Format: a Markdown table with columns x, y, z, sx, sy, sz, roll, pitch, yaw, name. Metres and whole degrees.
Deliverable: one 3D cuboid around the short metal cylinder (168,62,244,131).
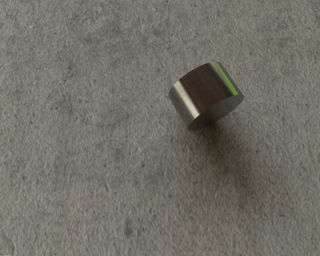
| x | y | z | sx | sy | sz | roll | pitch | yaw | name |
| --- | --- | --- | --- | --- | --- | --- | --- | --- | --- |
| 0.058 | -0.039 | 0.394 | 0.080 | 0.080 | 0.050 | -27 | 73 | -10 | short metal cylinder |
